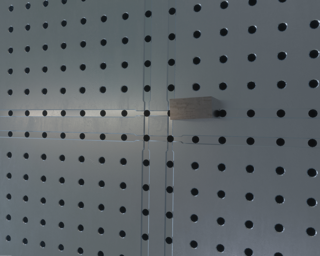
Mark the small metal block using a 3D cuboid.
[{"bbox_3d":[0.044,-0.023,0.384,0.050,0.050,0.025,-2,90,20],"label":"small metal block"}]
